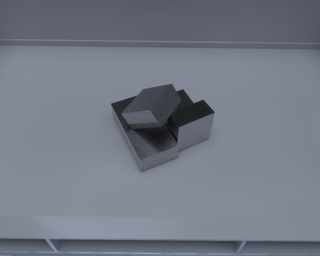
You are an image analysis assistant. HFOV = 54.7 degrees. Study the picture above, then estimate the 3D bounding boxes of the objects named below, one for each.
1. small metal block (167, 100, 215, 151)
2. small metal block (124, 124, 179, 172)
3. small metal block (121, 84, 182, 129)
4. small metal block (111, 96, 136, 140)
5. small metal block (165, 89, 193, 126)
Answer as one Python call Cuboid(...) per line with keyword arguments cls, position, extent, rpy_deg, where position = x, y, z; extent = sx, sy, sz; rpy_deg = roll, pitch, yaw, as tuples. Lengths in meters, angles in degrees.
Cuboid(cls="small metal block", position=(0.037, -0.002, 0.389), extent=(0.050, 0.050, 0.025), rpy_deg=(-22, 54, -19))
Cuboid(cls="small metal block", position=(-0.011, 0.020, 0.386), extent=(0.050, 0.025, 0.050), rpy_deg=(-20, 53, -16))
Cuboid(cls="small metal block", position=(-0.010, -0.026, 0.376), extent=(0.050, 0.025, 0.050), rpy_deg=(-4, 39, 44))
Cuboid(cls="small metal block", position=(-0.032, -0.015, 0.415), extent=(0.050, 0.025, 0.050), rpy_deg=(-20, 53, -16))
Cuboid(cls="small metal block", position=(0.020, -0.021, 0.421), extent=(0.050, 0.025, 0.050), rpy_deg=(-20, 53, -16))
